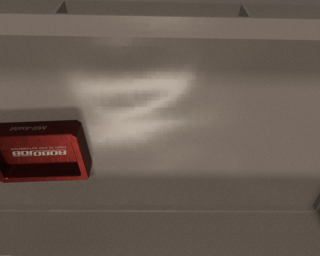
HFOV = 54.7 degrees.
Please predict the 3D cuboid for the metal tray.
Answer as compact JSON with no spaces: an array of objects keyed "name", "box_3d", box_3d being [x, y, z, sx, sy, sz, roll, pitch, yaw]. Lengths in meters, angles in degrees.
[{"name":"metal tray","box_3d":[-0.170,0.034,0.432,0.131,0.030,0.089,-2,130,1]}]
